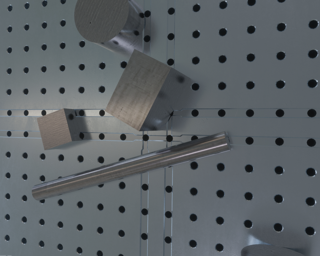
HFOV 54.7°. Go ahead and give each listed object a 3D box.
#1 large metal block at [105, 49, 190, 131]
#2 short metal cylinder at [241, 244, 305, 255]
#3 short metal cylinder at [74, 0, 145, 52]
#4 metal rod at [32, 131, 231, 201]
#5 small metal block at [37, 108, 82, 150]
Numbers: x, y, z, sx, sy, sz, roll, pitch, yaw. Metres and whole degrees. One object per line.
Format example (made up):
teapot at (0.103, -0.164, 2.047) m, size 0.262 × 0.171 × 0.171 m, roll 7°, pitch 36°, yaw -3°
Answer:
large metal block at (-0.013, -0.043, 0.388) m, size 0.050 × 0.080 × 0.080 m, roll 30°, pitch 100°, yaw 17°
short metal cylinder at (0.127, 0.168, 0.338) m, size 0.080 × 0.080 × 0.050 m, roll 6°, pitch 92°, yaw 20°
short metal cylinder at (-0.068, -0.150, 0.423) m, size 0.080 × 0.050 × 0.079 m, roll 0°, pitch 90°, yaw 20°
metal rod at (-0.052, 0.058, 0.430) m, size 0.301 × 0.025 × 0.025 m, roll -17°, pitch 84°, yaw 19°
small metal block at (-0.151, 0.002, 0.466) m, size 0.050 × 0.025 × 0.050 m, roll -18°, pitch 84°, yaw 19°
